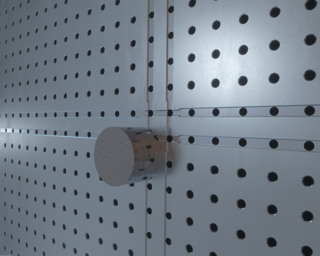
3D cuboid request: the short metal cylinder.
[{"bbox_3d":[-0.047,0.038,0.433,0.080,0.050,0.080,0,90,40],"label":"short metal cylinder"}]
